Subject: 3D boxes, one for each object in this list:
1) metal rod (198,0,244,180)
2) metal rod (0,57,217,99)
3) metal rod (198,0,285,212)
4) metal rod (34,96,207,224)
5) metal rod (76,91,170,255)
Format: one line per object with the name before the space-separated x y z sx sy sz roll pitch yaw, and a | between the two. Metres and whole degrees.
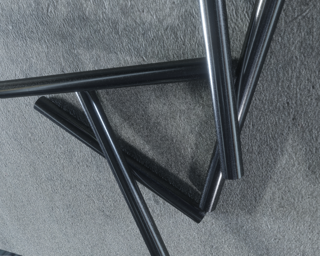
metal rod | 0.055 -0.086 0.302 0.025 0.025 0.298 -1 112 28
metal rod | -0.082 -0.059 0.385 0.301 0.025 0.025 -2 118 20
metal rod | 0.085 -0.012 0.353 0.025 0.025 0.298 20 126 16
metal rod | -0.062 0.045 0.465 0.301 0.025 0.025 34 129 5
metal rod | -0.052 0.066 0.440 0.025 0.025 0.299 -18 99 35
